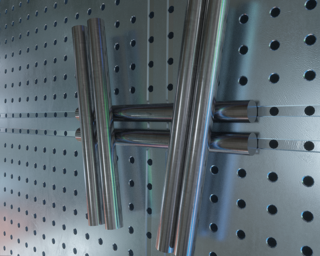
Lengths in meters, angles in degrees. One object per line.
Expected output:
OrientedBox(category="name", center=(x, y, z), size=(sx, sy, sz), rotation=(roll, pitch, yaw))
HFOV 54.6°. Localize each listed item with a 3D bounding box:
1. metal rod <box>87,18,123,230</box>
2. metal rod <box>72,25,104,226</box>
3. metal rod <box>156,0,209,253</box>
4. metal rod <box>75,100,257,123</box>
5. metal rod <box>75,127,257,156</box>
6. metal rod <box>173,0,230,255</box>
OrientedBox(category="metal rod", center=(-0.079, -0.009, 0.444), size=(0.025, 0.025, 0.299), rotation=(-10, 84, 39))
OrientedBox(category="metal rod", center=(-0.108, -0.007, 0.468), size=(0.025, 0.025, 0.299), rotation=(-10, 83, 39))
OrientedBox(category="metal rod", center=(0.025, -0.003, 0.358), size=(0.025, 0.025, 0.298), rotation=(12, 98, 39))
OrientedBox(category="metal rod", center=(-0.017, -0.021, 0.425), size=(0.300, 0.025, 0.025), rotation=(1, 91, 40))
OrientedBox(category="metal rod", center=(-0.017, 0.014, 0.425), size=(0.300, 0.025, 0.025), rotation=(1, 91, 40))
OrientedBox(category="metal rod", center=(0.045, -0.004, 0.341), size=(0.025, 0.025, 0.298), rotation=(12, 98, 39))
